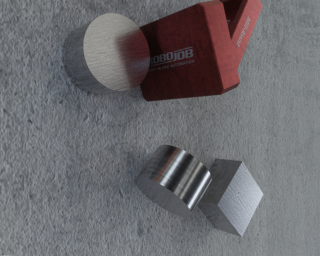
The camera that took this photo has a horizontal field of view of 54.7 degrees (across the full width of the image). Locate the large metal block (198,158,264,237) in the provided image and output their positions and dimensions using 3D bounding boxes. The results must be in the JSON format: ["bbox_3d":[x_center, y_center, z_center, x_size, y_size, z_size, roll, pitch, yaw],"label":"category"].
[{"bbox_3d":[0.106,0.105,0.477,0.080,0.050,0.080,-52,121,-27],"label":"large metal block"}]

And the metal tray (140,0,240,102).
[{"bbox_3d":[0.020,-0.080,0.353,0.030,0.130,0.089,-26,107,-37],"label":"metal tray"}]

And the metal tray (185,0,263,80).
[{"bbox_3d":[0.077,-0.122,0.426,0.030,0.090,0.130,38,67,-34],"label":"metal tray"}]

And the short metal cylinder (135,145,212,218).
[{"bbox_3d":[0.016,0.066,0.383,0.080,0.080,0.050,52,60,-28],"label":"short metal cylinder"}]

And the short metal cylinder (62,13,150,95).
[{"bbox_3d":[-0.058,-0.078,0.339,0.081,0.050,0.079,0,90,-40],"label":"short metal cylinder"}]
